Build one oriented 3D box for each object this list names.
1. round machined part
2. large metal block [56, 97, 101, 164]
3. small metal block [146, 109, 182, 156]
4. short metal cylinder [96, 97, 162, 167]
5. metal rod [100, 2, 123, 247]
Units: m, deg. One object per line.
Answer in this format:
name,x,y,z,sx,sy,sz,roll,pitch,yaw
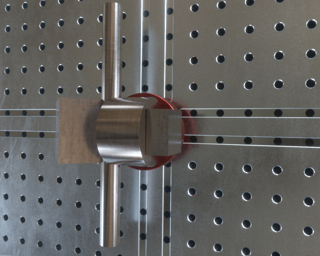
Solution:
round machined part,-0.015,0.004,0.407,0.098,0.042,0.097,0,90,19
large metal block,-0.111,0.003,0.415,0.050,0.080,0.079,1,90,-21
small metal block,0.006,0.004,0.352,0.025,0.050,0.050,1,91,20
short metal cylinder,-0.032,0.004,0.361,0.050,0.080,0.079,1,90,20
metal rod,-0.061,-0.004,0.389,0.025,0.025,0.298,1,90,19
